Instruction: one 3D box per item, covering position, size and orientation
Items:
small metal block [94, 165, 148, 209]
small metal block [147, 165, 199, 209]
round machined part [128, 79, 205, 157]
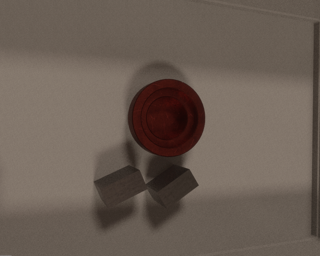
[{"bbox_3d":[-0.050,0.070,0.380,0.050,0.050,0.025,-24,98,-19],"label":"small metal block"},{"bbox_3d":[0.014,0.075,0.404,0.050,0.050,0.025,-33,101,-17],"label":"small metal block"},{"bbox_3d":[0.006,-0.013,0.405,0.099,0.042,0.097,0,90,-21],"label":"round machined part"}]
